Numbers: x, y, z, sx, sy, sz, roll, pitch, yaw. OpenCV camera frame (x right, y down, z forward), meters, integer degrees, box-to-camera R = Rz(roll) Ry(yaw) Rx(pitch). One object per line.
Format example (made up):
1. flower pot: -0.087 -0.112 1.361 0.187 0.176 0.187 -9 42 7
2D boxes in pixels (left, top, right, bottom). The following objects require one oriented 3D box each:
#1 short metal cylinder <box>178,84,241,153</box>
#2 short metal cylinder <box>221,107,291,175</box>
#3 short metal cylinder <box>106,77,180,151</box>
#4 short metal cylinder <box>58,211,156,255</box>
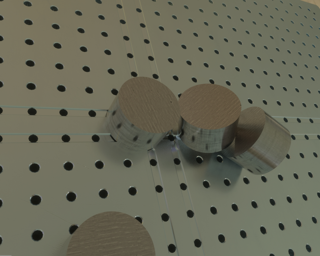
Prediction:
1. short metal cylinder: 0.064 -0.014 0.414 0.080 0.050 0.080 -2 51 2
2. short metal cylinder: 0.130 0.017 0.427 0.050 0.080 0.080 33 51 -20
3. short metal cylinder: -0.022 -0.018 0.391 0.081 0.050 0.080 14 56 -21
4. short metal cylinder: -0.051 0.124 0.289 0.081 0.050 0.080 14 56 -21
